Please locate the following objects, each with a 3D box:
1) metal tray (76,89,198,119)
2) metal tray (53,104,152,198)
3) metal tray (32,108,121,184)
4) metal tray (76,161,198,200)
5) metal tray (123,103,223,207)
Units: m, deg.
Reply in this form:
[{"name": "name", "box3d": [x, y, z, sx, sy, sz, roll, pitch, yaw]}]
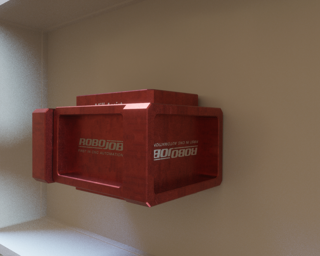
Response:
[{"name": "metal tray", "box3d": [-0.030, -0.026, 0.385, 0.130, 0.091, 0.030, 1, 91, 40]}, {"name": "metal tray", "box3d": [-0.068, 0.021, 0.340, 0.130, 0.030, 0.089, 1, 90, 40]}, {"name": "metal tray", "box3d": [-0.104, 0.020, 0.423, 0.030, 0.131, 0.089, 1, 91, 40]}, {"name": "metal tray", "box3d": [-0.030, 0.063, 0.386, 0.130, 0.091, 0.030, 1, 90, 40]}, {"name": "metal tray", "box3d": [0.020, 0.022, 0.319, 0.030, 0.131, 0.089, 1, 91, 40]}]
